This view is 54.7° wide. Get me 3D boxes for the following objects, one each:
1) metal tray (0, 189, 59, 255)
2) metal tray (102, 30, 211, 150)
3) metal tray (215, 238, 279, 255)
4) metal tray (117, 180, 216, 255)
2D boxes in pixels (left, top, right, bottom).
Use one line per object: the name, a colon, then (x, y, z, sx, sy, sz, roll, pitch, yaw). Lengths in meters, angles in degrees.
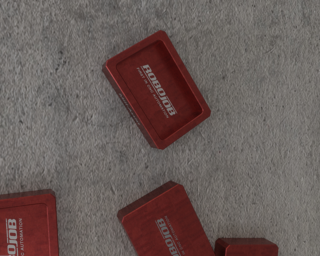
metal tray: (-0.161, 0.140, 0.346, 0.091, 0.030, 0.129, -3, 91, -20)
metal tray: (-0.003, -0.048, 0.405, 0.090, 0.030, 0.130, -35, 102, -17)
metal tray: (0.121, 0.230, 0.451, 0.091, 0.030, 0.129, 8, 87, -20)
metal tray: (0.012, 0.148, 0.411, 0.091, 0.030, 0.129, -28, 99, -18)
